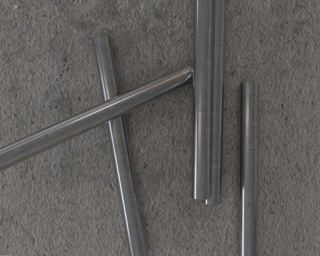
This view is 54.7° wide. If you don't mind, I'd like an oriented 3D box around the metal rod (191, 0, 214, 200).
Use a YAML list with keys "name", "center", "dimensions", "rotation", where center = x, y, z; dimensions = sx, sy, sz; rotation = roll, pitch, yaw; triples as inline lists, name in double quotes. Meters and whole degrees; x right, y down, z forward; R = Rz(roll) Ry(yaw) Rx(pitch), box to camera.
- name: "metal rod"
  center: [0.054, -0.062, 0.392]
  dimensions: [0.025, 0.025, 0.298]
  rotation: [1, 89, 0]

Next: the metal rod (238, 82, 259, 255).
- name: "metal rod"
  center: [0.117, 0.090, 0.410]
  dimensions: [0.025, 0.025, 0.298]
  rotation: [0, 90, 0]

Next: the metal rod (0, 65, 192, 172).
- name: "metal rod"
  center: [-0.091, -0.008, 0.373]
  dimensions: [0.302, 0.025, 0.025]
  rotation: [-26, 90, -15]

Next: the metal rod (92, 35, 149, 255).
- name: "metal rod"
  center: [-0.052, 0.028, 0.409]
  dimensions: [0.025, 0.025, 0.298]
  rotation: [-10, 90, 0]

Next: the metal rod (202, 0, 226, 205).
- name: "metal rod"
  center: [0.072, -0.050, 0.410]
  dimensions: [0.025, 0.025, 0.298]
  rotation: [1, 90, 0]
